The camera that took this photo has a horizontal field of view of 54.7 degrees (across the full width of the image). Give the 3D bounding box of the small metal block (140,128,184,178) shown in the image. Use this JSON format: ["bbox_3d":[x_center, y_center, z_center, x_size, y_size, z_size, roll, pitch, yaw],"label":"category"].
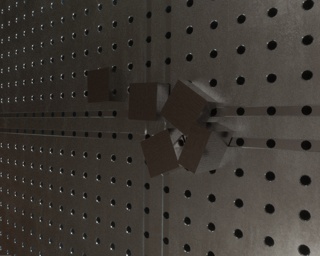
[{"bbox_3d":[0.007,0.033,0.402,0.050,0.025,0.050,-27,73,36],"label":"small metal block"}]

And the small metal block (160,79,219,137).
[{"bbox_3d":[0.035,-0.024,0.379,0.050,0.025,0.050,43,115,31],"label":"small metal block"}]

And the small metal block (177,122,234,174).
[{"bbox_3d":[0.052,0.021,0.349,0.025,0.050,0.050,31,109,35],"label":"small metal block"}]

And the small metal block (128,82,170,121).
[{"bbox_3d":[-0.015,-0.035,0.420,0.050,0.025,0.050,5,93,39],"label":"small metal block"}]

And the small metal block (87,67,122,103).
[{"bbox_3d":[-0.086,-0.064,0.478,0.050,0.025,0.050,-1,90,39],"label":"small metal block"}]
